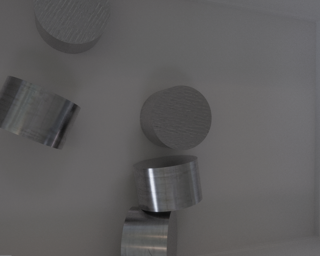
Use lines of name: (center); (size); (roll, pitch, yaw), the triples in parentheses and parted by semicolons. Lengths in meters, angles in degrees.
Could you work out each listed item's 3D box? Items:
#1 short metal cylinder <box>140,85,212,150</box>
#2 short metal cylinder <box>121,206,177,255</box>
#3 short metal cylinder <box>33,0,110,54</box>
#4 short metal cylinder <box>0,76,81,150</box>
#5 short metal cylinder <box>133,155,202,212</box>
short metal cylinder: (0.019, -0.013, 0.404); (0.081, 0.050, 0.080); (0, 90, -20)
short metal cylinder: (-0.010, 0.136, 0.370); (0.050, 0.080, 0.080); (-1, 91, 11)
short metal cylinder: (-0.102, -0.131, 0.359); (0.081, 0.050, 0.080); (0, 90, -20)
short metal cylinder: (-0.133, -0.015, 0.332); (0.080, 0.080, 0.050); (25, 82, -19)
short metal cylinder: (0.010, 0.066, 0.385); (0.081, 0.080, 0.050); (-9, 93, -20)
